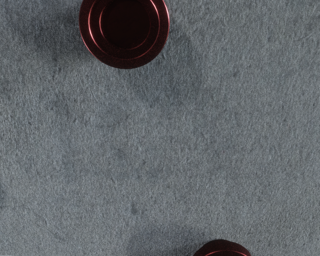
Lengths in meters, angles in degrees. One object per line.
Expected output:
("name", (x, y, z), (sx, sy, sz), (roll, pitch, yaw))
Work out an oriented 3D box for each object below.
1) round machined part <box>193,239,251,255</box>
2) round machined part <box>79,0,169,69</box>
("round machined part", (0.095, 0.214, 0.481), (0.099, 0.042, 0.097), (0, 110, -1))
("round machined part", (-0.039, -0.120, 0.356), (0.099, 0.042, 0.097), (0, 110, -1))
